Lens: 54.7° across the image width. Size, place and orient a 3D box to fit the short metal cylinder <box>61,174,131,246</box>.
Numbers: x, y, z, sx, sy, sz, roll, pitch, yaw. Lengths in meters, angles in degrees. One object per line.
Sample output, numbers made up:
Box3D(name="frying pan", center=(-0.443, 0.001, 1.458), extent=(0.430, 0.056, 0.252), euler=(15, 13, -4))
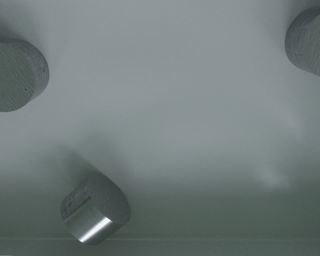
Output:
Box3D(name="short metal cylinder", center=(-0.086, 0.110, 0.421), extent=(0.050, 0.080, 0.080), euler=(-41, 106, 13))

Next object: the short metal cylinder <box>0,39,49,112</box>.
Box3D(name="short metal cylinder", center=(-0.182, -0.064, 0.372), extent=(0.081, 0.050, 0.079), euler=(0, 110, -1))

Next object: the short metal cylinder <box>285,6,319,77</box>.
Box3D(name="short metal cylinder", center=(0.197, -0.102, 0.363), extent=(0.081, 0.050, 0.079), euler=(0, 110, -1))
